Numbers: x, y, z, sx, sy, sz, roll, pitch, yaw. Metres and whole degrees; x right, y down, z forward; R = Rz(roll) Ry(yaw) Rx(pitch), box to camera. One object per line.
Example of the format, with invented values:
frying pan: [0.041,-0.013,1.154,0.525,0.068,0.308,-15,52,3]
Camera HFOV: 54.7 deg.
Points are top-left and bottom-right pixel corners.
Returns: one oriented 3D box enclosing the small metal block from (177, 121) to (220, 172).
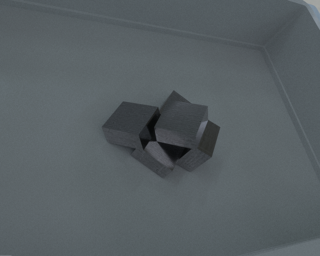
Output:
small metal block: [0.049,0.022,0.402,0.025,0.050,0.050,31,52,-9]

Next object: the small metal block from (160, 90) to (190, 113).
small metal block: [0.023,-0.016,0.427,0.050,0.025,0.050,36,51,-4]

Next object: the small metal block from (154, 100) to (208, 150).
small metal block: [0.027,-0.005,0.375,0.050,0.025,0.050,11,49,19]

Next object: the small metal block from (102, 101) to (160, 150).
small metal block: [-0.033,-0.004,0.374,0.050,0.025,0.050,11,46,25]

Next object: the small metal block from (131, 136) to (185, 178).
small metal block: [0.000,0.026,0.389,0.050,0.025,0.050,36,51,-4]
